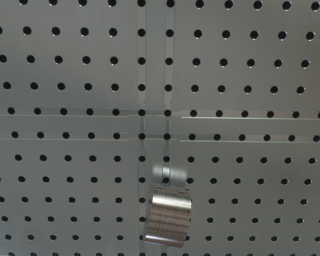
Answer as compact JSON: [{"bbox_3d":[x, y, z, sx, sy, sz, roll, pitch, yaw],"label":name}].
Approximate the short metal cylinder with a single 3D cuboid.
[{"bbox_3d":[0.008,0.120,0.429,0.050,0.080,0.079,11,110,-4],"label":"short metal cylinder"}]
